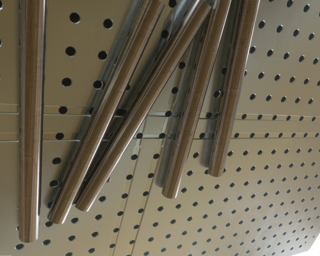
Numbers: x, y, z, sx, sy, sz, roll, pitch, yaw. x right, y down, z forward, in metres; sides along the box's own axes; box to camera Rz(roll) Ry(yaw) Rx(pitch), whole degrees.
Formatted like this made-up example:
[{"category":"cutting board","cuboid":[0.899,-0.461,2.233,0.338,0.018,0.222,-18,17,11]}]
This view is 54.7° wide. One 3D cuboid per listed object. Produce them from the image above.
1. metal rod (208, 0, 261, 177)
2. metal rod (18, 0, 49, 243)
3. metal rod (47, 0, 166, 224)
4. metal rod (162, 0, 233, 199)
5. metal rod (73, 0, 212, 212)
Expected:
[{"category":"metal rod","cuboid":[0.101,-0.056,0.433,0.025,0.025,0.298,-10,123,-24]},{"category":"metal rod","cuboid":[-0.142,0.010,0.340,0.025,0.025,0.298,-2,120,-28]},{"category":"metal rod","cuboid":[-0.071,-0.008,0.368,0.025,0.025,0.298,15,110,-35]},{"category":"metal rod","cuboid":[0.044,-0.028,0.419,0.025,0.025,0.298,-2,120,-28]},{"category":"metal rod","cuboid":[-0.029,-0.019,0.385,0.025,0.025,0.299,22,106,-37]}]
